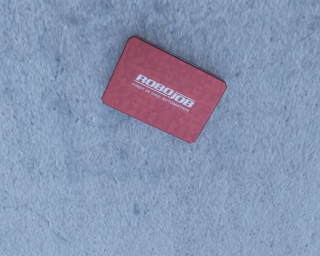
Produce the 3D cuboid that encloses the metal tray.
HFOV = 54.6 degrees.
[{"bbox_3d":[0.005,-0.047,0.390,0.131,0.030,0.090,25,108,-9],"label":"metal tray"}]
